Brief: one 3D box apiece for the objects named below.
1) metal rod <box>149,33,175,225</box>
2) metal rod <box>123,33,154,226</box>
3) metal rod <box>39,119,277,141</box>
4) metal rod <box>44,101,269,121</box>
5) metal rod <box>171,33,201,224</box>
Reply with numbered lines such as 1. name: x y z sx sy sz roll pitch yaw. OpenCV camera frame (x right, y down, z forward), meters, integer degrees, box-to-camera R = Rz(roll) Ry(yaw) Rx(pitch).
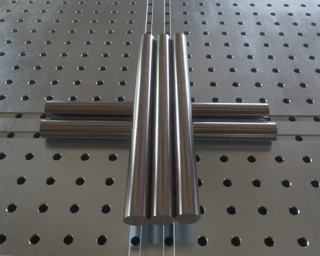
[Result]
1. metal rod: 0.003 -0.025 0.397 0.025 0.025 0.300 1 50 0
2. metal rod: -0.022 -0.025 0.396 0.025 0.025 0.300 1 50 0
3. metal rod: -0.002 0.003 0.405 0.302 0.025 0.025 1 50 0
4. metal rod: -0.004 -0.024 0.428 0.302 0.025 0.025 1 50 0
5. metal rod: 0.028 -0.026 0.398 0.025 0.025 0.300 1 50 0
